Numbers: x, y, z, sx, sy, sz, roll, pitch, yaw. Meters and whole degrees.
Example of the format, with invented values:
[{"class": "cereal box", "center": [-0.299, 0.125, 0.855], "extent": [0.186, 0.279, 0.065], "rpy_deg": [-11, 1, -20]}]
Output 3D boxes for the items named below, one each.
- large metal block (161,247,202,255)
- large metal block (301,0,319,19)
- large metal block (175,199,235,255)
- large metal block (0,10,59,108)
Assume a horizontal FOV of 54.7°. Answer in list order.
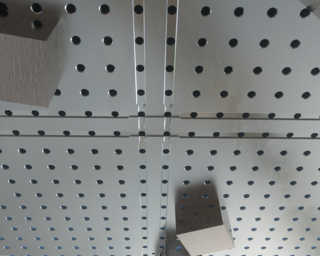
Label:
[{"class": "large metal block", "center": [0.039, 0.299, 0.651], "extent": [0.081, 0.050, 0.079], "rpy_deg": [12, 129, -11]}, {"class": "large metal block", "center": [0.160, -0.138, 0.261], "extent": [0.080, 0.080, 0.050], "rpy_deg": [-35, 122, 26]}, {"class": "large metal block", "center": [0.079, 0.179, 0.549], "extent": [0.080, 0.050, 0.080], "rpy_deg": [-18, 128, 14]}, {"class": "large metal block", "center": [-0.155, -0.074, 0.330], "extent": [0.081, 0.050, 0.079], "rpy_deg": [9, 130, -8]}]
